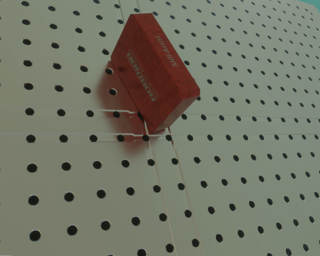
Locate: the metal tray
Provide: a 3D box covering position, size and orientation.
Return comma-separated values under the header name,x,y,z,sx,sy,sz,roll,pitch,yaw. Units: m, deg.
name,x,y,z,sx,sy,sz,roll,pitch,yaw
metal tray,-0.011,-0.071,0.405,0.030,0.090,0.130,-19,72,-36
